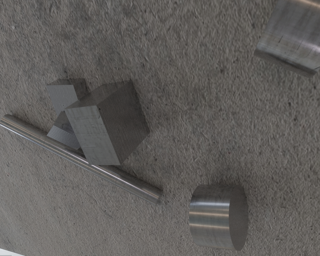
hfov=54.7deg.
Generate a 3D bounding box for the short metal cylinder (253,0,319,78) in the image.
[{"bbox_3d":[0.119,-0.088,0.255,0.050,0.080,0.079,27,128,11],"label":"short metal cylinder"}]

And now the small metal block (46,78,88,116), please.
[{"bbox_3d":[-0.129,-0.043,0.448,0.050,0.025,0.050,3,120,27],"label":"small metal block"}]

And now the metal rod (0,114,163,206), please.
[{"bbox_3d":[-0.135,0.047,0.507,0.301,0.025,0.025,24,127,13],"label":"metal rod"}]

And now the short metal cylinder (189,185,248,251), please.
[{"bbox_3d":[0.078,0.114,0.401,0.050,0.080,0.080,-5,116,31],"label":"short metal cylinder"}]

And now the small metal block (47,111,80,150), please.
[{"bbox_3d":[-0.135,0.005,0.462,0.050,0.025,0.050,29,149,-18],"label":"small metal block"}]

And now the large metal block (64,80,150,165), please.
[{"bbox_3d":[-0.064,-0.008,0.400,0.050,0.080,0.080,-4,117,30],"label":"large metal block"}]
